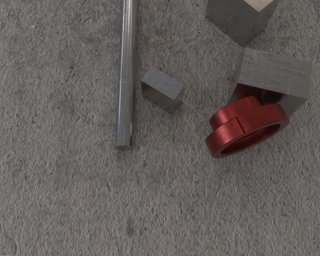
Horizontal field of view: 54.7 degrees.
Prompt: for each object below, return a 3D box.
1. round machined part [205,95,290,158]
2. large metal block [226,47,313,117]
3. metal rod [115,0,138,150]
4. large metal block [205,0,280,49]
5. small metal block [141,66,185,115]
[{"bbox_3d":[0.099,-0.004,0.371,0.099,0.098,0.042,-21,71,-7],"label":"round machined part"},{"bbox_3d":[0.135,-0.051,0.399,0.080,0.080,0.050,14,71,5],"label":"large metal block"},{"bbox_3d":[-0.046,-0.115,0.449,0.025,0.025,0.299,0,70,0],"label":"metal rod"},{"bbox_3d":[0.116,-0.176,0.444,0.050,0.080,0.080,-41,75,-13],"label":"large metal block"},{"bbox_3d":[0.003,-0.049,0.413,0.050,0.050,0.025,32,73,11],"label":"small metal block"}]
